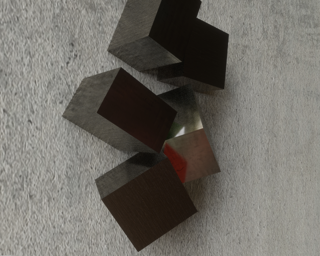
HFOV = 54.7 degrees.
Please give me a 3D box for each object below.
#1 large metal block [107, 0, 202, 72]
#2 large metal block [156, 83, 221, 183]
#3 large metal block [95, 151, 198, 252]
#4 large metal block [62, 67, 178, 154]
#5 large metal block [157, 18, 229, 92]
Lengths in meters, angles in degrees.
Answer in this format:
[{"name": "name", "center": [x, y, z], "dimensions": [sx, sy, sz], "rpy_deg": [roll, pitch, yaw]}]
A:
[{"name": "large metal block", "center": [-0.007, -0.119, 0.362], "dimensions": [0.050, 0.080, 0.080], "rpy_deg": [29, 72, -36]}, {"name": "large metal block", "center": [0.032, 0.007, 0.377], "dimensions": [0.080, 0.050, 0.080], "rpy_deg": [-97, 164, -47]}, {"name": "large metal block", "center": [-0.016, 0.078, 0.356], "dimensions": [0.080, 0.050, 0.080], "rpy_deg": [-32, 112, -9]}, {"name": "large metal block", "center": [-0.043, -0.015, 0.331], "dimensions": [0.080, 0.080, 0.050], "rpy_deg": [36, 68, -33]}, {"name": "large metal block", "center": [0.047, -0.098, 0.427], "dimensions": [0.081, 0.050, 0.080], "rpy_deg": [10, 84, -40]}]
